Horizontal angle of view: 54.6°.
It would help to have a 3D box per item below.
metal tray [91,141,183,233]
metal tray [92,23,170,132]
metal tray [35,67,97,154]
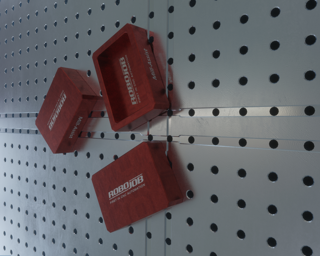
[{"bbox_3d":[-0.038,0.085,0.439,0.130,0.030,0.090,-34,69,35],"label":"metal tray"},{"bbox_3d":[-0.045,-0.069,0.444,0.090,0.030,0.130,-28,73,36],"label":"metal tray"},{"bbox_3d":[-0.169,-0.030,0.548,0.090,0.030,0.129,48,118,29],"label":"metal tray"}]
